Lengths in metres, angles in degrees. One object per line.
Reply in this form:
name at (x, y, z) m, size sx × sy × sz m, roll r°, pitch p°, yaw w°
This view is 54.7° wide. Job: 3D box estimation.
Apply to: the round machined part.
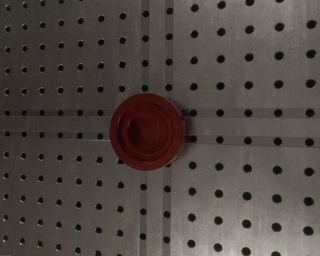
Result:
round machined part at (-0.013, 0.005, 0.407) m, size 0.098 × 0.042 × 0.097 m, roll 0°, pitch 90°, yaw 19°
